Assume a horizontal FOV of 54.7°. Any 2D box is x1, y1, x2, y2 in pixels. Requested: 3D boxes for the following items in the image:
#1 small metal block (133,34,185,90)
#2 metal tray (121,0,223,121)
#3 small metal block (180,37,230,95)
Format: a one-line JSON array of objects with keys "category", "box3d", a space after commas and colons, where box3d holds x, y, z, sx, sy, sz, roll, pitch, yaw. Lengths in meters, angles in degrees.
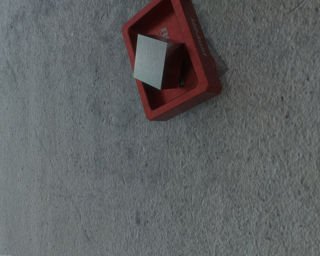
[{"category": "small metal block", "box3d": [-0.002, -0.075, 0.347, 0.050, 0.025, 0.050, 31, 122, 42]}, {"category": "metal tray", "box3d": [0.009, -0.083, 0.360, 0.090, 0.030, 0.129, -27, 73, 37]}, {"category": "small metal block", "box3d": [0.045, -0.074, 0.367, 0.050, 0.025, 0.050, -43, 64, 31]}]
